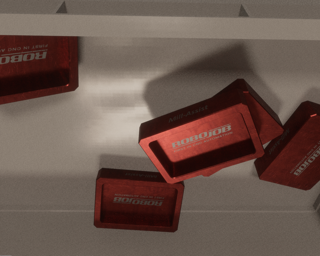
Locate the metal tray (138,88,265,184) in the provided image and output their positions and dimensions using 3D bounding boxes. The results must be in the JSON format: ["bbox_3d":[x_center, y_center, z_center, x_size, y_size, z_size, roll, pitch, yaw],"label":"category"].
[{"bbox_3d":[0.051,0.015,0.378,0.130,0.030,0.090,-20,128,15],"label":"metal tray"}]

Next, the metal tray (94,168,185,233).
[{"bbox_3d":[-0.033,0.113,0.482,0.131,0.030,0.089,5,110,-5],"label":"metal tray"}]

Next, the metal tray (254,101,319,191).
[{"bbox_3d":[0.206,0.030,0.435,0.091,0.030,0.129,15,129,-13],"label":"metal tray"}]

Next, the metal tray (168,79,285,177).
[{"bbox_3d":[0.083,0.005,0.412,0.130,0.030,0.090,-37,122,26],"label":"metal tray"}]

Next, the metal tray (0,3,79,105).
[{"bbox_3d":[-0.148,-0.069,0.301,0.131,0.030,0.089,-16,140,-28],"label":"metal tray"}]
